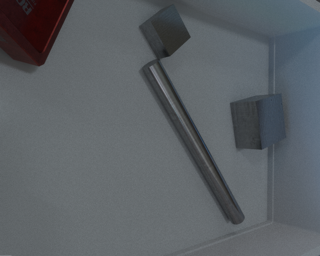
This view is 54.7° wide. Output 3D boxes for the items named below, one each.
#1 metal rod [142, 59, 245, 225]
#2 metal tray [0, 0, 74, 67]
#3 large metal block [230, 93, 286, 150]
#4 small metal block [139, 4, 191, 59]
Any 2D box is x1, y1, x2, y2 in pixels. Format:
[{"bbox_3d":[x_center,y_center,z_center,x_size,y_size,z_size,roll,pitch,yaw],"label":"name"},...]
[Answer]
[{"bbox_3d":[0.059,0.034,0.458,0.025,0.025,0.299,-46,118,-30],"label":"metal rod"},{"bbox_3d":[-0.119,-0.120,0.251,0.130,0.030,0.090,74,33,-73],"label":"metal tray"},{"bbox_3d":[0.172,-0.013,0.537,0.081,0.050,0.079,-17,101,-39],"label":"large metal block"},{"bbox_3d":[0.008,-0.129,0.415,0.050,0.025,0.050,-48,119,-30],"label":"small metal block"}]
